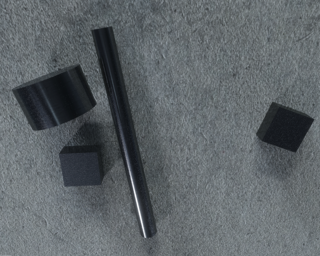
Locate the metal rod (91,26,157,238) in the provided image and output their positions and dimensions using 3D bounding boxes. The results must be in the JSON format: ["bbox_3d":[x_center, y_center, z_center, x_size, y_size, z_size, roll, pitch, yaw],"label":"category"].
[{"bbox_3d":[-0.043,0.020,0.416,0.025,0.025,0.298,-10,110,3],"label":"metal rod"}]

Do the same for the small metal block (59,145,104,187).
[{"bbox_3d":[-0.107,0.052,0.427,0.050,0.025,0.050,-3,110,0],"label":"small metal block"}]

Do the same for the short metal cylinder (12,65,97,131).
[{"bbox_3d":[-0.123,-0.037,0.365,0.080,0.080,0.050,-18,109,6],"label":"short metal cylinder"}]

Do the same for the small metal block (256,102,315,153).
[{"bbox_3d":[0.165,-0.001,0.412,0.050,0.025,0.050,19,109,-7],"label":"small metal block"}]
